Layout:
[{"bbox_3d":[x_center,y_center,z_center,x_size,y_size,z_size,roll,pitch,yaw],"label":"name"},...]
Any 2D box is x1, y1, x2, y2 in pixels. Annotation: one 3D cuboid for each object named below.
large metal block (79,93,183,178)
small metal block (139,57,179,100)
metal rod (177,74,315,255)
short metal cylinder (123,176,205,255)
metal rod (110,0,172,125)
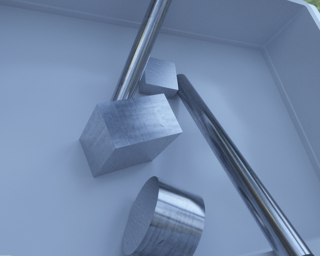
[{"bbox_3d":[-0.035,0.009,0.347,0.081,0.080,0.050,-13,69,-34],"label":"large metal block"},{"bbox_3d":[-0.004,-0.073,0.450,0.050,0.025,0.050,8,58,-24],"label":"small metal block"},{"bbox_3d":[0.069,0.017,0.354,0.025,0.025,0.300,8,33,-24],"label":"metal rod"},{"bbox_3d":[0.003,0.096,0.315,0.050,0.080,0.080,25,53,-14],"label":"short metal cylinder"},{"bbox_3d":[-0.005,-0.146,0.395,0.025,0.025,0.299,23,85,-15],"label":"metal rod"}]
